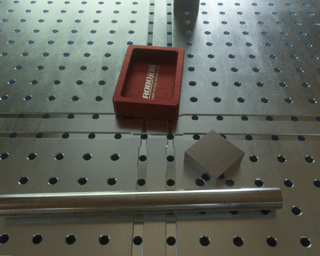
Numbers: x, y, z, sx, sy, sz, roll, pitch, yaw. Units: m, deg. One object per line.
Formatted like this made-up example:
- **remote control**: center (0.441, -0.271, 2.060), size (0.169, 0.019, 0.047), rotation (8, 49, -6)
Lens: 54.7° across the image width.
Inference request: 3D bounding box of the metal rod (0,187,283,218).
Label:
- **metal rod**: center (-0.020, 0.081, 0.339), size (0.302, 0.025, 0.025), rotation (-1, 50, -1)

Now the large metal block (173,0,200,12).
- **large metal block**: center (0.052, -0.287, 0.613), size (0.050, 0.080, 0.080), rotation (0, 50, 0)

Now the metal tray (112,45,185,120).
- **metal tray**: center (-0.013, -0.072, 0.464), size (0.091, 0.030, 0.130), rotation (5, 50, 4)

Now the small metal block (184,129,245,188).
- **small metal block**: center (0.065, 0.037, 0.377), size (0.050, 0.025, 0.050), rotation (-36, 59, -27)
